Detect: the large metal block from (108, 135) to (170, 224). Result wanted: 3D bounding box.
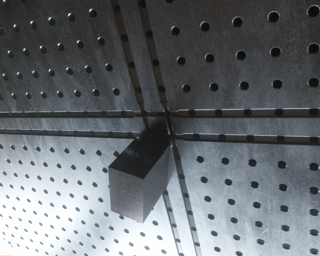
[{"bbox_3d":[-0.027,0.070,0.434,0.050,0.080,0.079,16,125,19],"label":"large metal block"}]
